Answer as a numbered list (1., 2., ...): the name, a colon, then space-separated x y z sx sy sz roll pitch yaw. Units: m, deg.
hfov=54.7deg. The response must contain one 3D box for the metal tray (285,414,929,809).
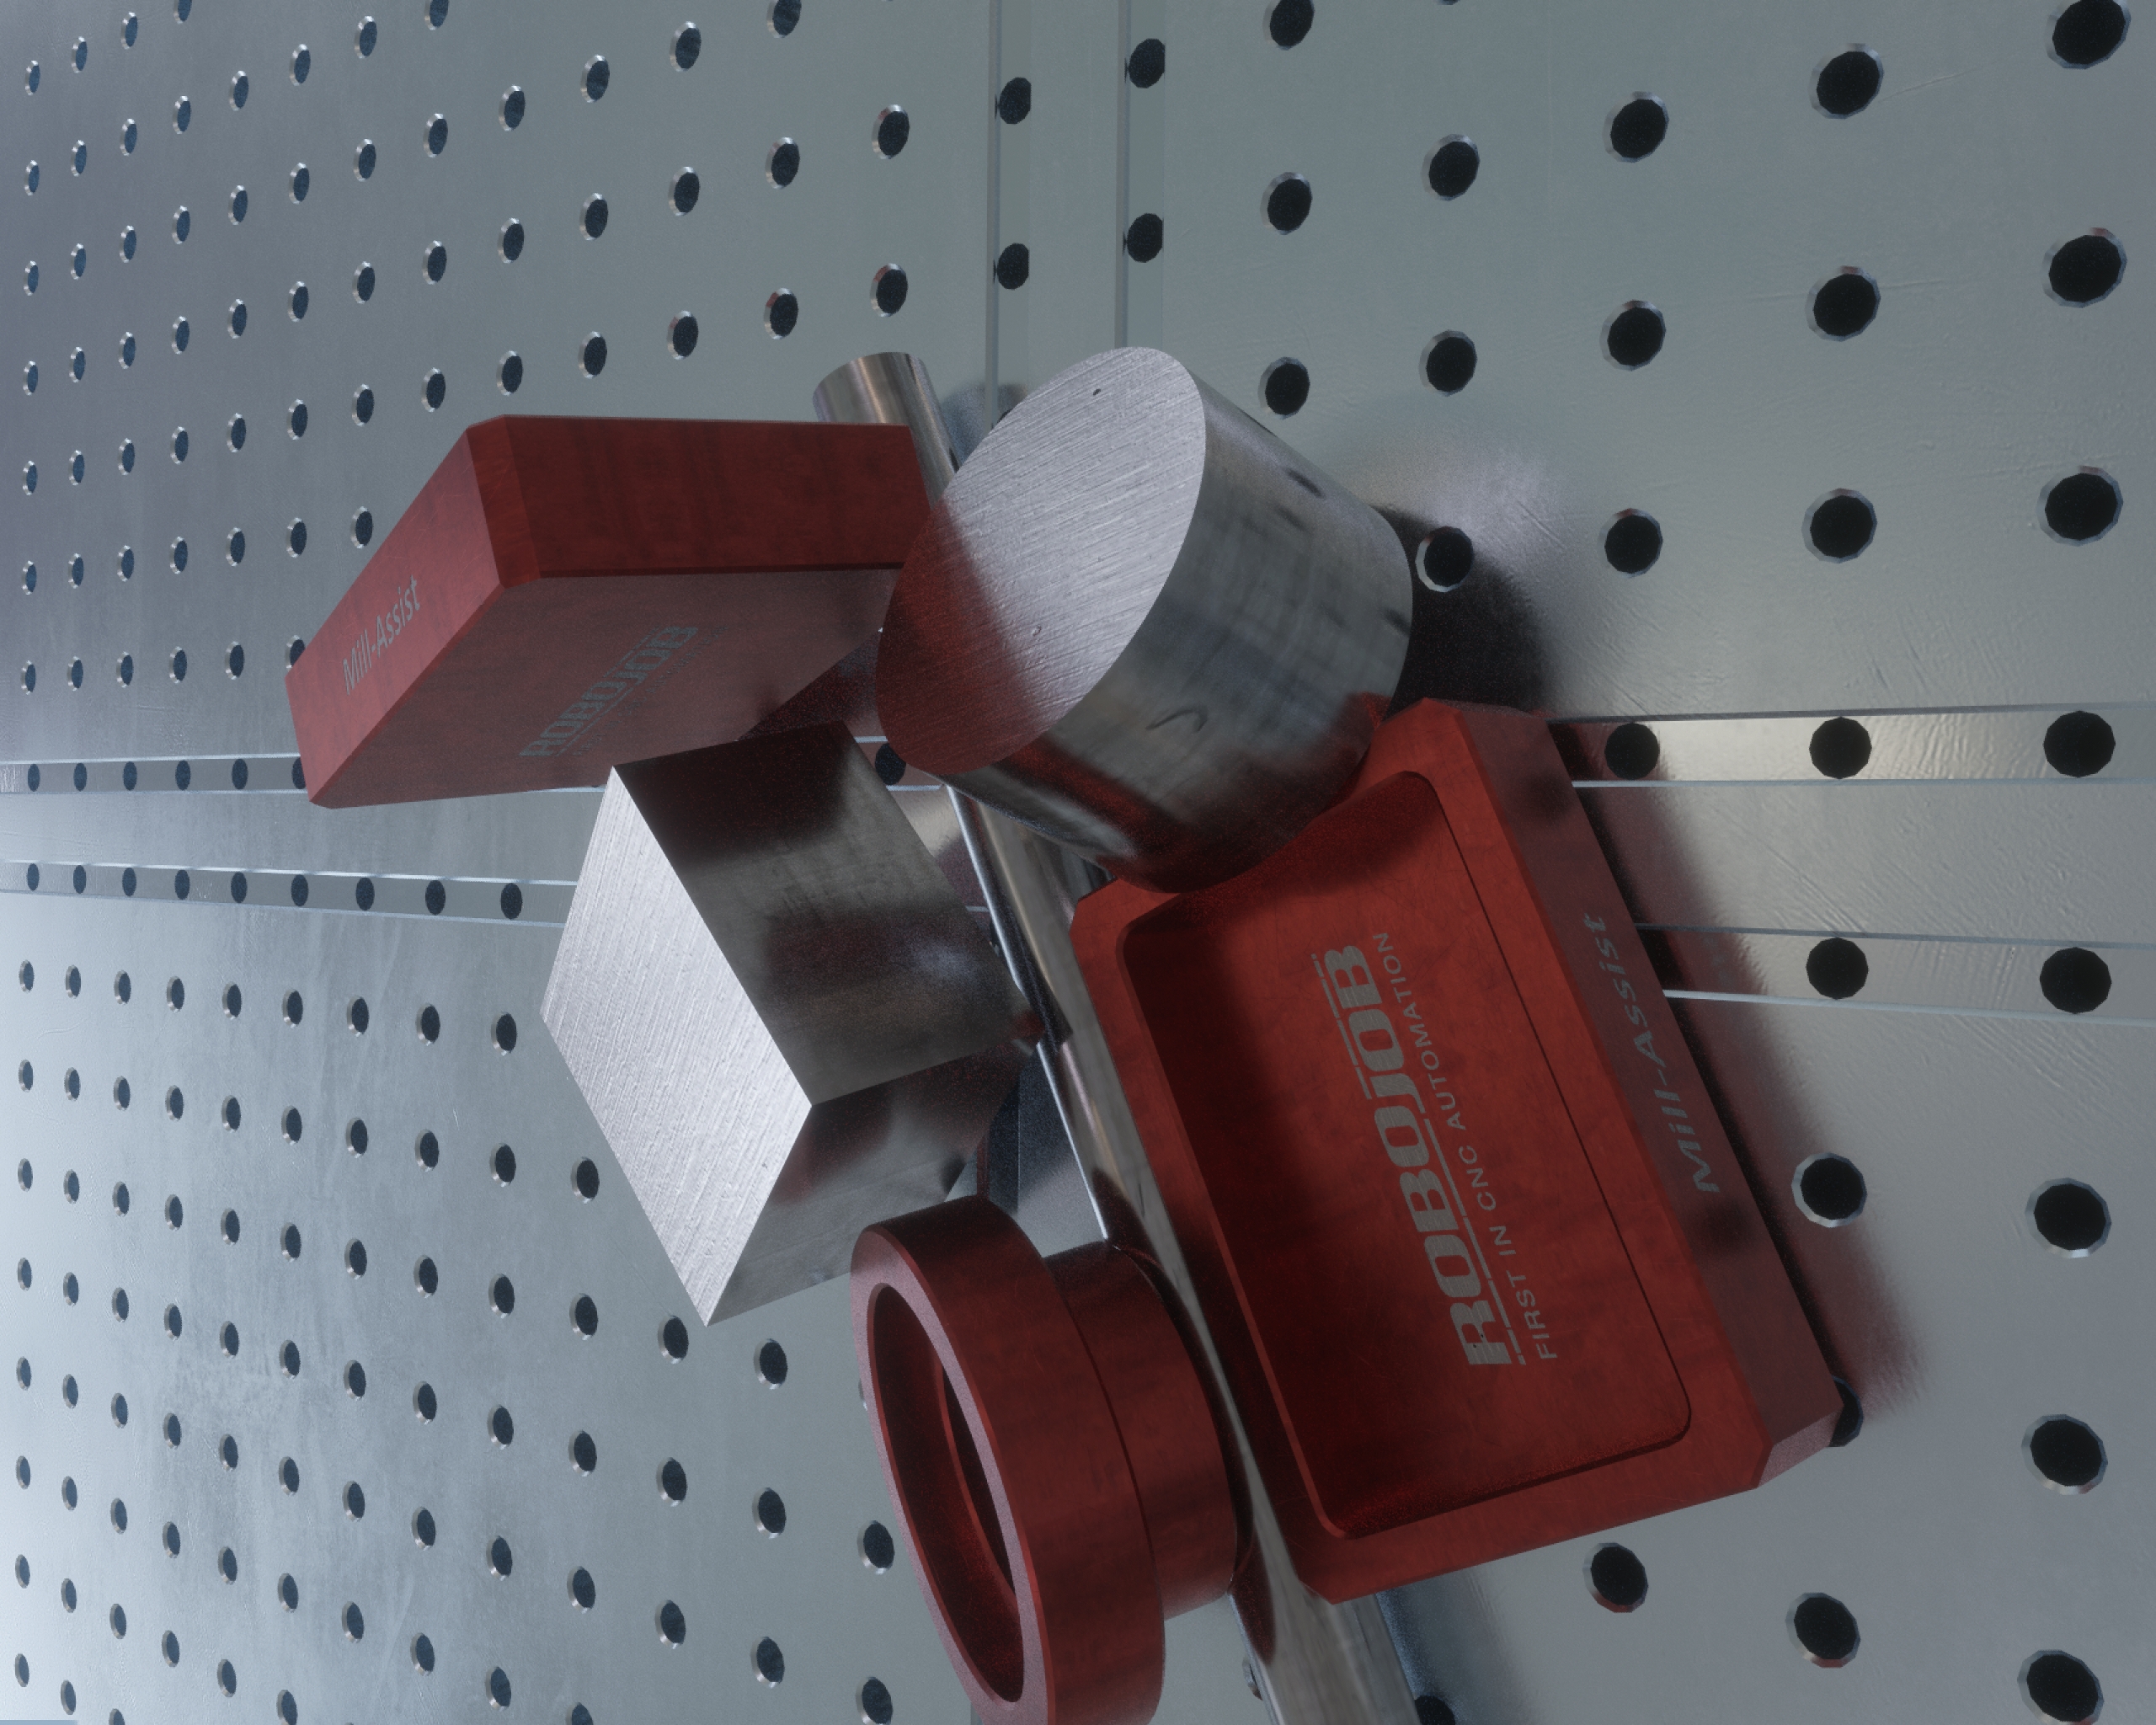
1. metal tray: -0.097 -0.048 0.423 0.130 0.091 0.030 -27 75 52

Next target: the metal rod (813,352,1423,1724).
1. metal rod: 0.005 0.035 0.400 0.025 0.025 0.299 -31 71 35

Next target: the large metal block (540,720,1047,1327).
1. large metal block: -0.060 0.031 0.414 0.080 0.050 0.079 55 140 25

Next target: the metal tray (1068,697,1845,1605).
1. metal tray: 0.058 0.049 0.353 0.090 0.030 0.130 -31 71 35

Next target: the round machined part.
1. round machined part: -0.005 0.107 0.379 0.098 0.042 0.097 166 90 -70

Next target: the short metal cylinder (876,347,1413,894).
1. short metal cylinder: 0.010 -0.041 0.361 0.080 0.050 0.080 -31 45 36
